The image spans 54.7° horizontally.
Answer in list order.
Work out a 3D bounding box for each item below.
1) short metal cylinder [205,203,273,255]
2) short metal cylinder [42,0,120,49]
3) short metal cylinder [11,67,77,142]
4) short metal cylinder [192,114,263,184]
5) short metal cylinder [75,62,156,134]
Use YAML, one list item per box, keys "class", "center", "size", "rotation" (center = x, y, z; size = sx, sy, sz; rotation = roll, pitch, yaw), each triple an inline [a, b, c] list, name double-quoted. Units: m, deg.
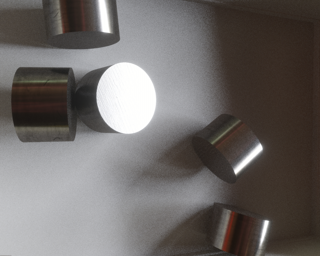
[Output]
- class: "short metal cylinder"
  center: [0.107, 0.138, 0.423]
  size: [0.081, 0.080, 0.050]
  rotation: [17, 84, -20]
- class: "short metal cylinder"
  center: [-0.088, -0.123, 0.349]
  size: [0.081, 0.080, 0.050]
  rotation: [-6, 93, -20]
- class: "short metal cylinder"
  center: [-0.120, -0.025, 0.333]
  size: [0.050, 0.080, 0.079]
  rotation: [-1, 91, -8]
- class: "short metal cylinder"
  center: [0.089, 0.028, 0.416]
  size: [0.050, 0.080, 0.080]
  rotation: [-39, 103, -16]
- class: "short metal cylinder"
  center: [-0.052, -0.034, 0.366]
  size: [0.081, 0.050, 0.079]
  rotation: [0, 90, -41]
